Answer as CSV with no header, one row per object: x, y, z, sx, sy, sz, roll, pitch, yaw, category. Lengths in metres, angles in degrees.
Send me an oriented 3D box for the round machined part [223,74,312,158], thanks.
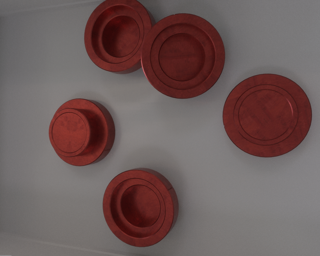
0.122,-0.014,0.358,0.098,0.042,0.097,0,90,20,round machined part

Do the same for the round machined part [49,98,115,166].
-0.118,0.006,0.443,0.098,0.042,0.097,0,90,20,round machined part

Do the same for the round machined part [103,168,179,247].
-0.022,0.101,0.409,0.098,0.042,0.097,0,90,20,round machined part

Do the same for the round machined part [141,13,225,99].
0.026,-0.086,0.380,0.099,0.042,0.097,0,99,-3,round machined part

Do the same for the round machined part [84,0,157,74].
-0.049,-0.121,0.419,0.098,0.042,0.097,0,90,20,round machined part
